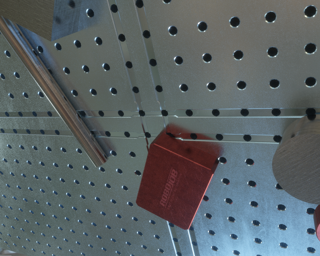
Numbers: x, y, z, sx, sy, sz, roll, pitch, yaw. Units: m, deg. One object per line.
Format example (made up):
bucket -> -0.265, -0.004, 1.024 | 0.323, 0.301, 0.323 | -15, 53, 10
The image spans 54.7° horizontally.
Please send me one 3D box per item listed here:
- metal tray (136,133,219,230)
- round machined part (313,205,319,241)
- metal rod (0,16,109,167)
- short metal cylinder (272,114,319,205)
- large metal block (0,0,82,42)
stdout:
metal tray -> 0.021, 0.080, 0.445 | 0.090, 0.030, 0.129 | 24, 127, 13
round machined part -> 0.220, 0.096, 0.334 | 0.098, 0.042, 0.097 | 9, 132, 10
metal rod -> -0.168, -0.069, 0.454 | 0.025, 0.025, 0.299 | -21, 108, 35
short metal cylinder -> 0.164, 0.032, 0.323 | 0.080, 0.050, 0.079 | 14, 120, 25
large metal block -> -0.142, -0.162, 0.367 | 0.080, 0.050, 0.079 | 29, 128, 9
